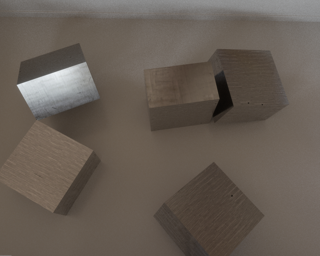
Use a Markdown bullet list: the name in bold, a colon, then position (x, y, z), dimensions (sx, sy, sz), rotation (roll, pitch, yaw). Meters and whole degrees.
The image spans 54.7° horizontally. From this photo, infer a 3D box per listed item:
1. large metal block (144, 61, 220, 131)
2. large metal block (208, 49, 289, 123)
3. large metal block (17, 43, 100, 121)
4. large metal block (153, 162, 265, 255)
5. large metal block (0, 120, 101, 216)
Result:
- **large metal block**: position (0.024, -0.037, 0.394), dimensions (0.081, 0.080, 0.050), rotation (-8, 71, -3)
- **large metal block**: position (0.109, -0.055, 0.407), dimensions (0.081, 0.050, 0.080), rotation (-4, 69, -20)
- **large metal block**: position (-0.129, -0.062, 0.397), dimensions (0.080, 0.050, 0.080), rotation (-21, 35, -8)
- **large metal block**: position (0.053, 0.099, 0.349), dimensions (0.081, 0.050, 0.080), rotation (-33, 73, -31)
- **large metal block**: position (-0.132, 0.049, 0.377), dimensions (0.080, 0.050, 0.080), rotation (27, 72, 9)
